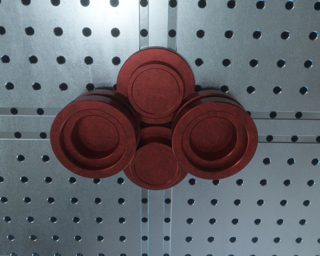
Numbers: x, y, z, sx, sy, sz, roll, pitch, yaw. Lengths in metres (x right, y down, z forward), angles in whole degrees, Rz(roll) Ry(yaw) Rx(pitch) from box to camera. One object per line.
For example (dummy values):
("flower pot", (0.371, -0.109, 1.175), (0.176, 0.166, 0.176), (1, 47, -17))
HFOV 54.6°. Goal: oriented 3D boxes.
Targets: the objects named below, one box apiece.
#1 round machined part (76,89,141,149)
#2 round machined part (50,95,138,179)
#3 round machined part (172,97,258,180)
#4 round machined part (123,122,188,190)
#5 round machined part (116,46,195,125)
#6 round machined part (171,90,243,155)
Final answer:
("round machined part", (-0.073, -0.003, 0.402), (0.099, 0.042, 0.097), (0, 110, 0))
("round machined part", (-0.076, 0.008, 0.372), (0.099, 0.042, 0.097), (0, 110, 0))
("round machined part", (0.063, 0.010, 0.373), (0.099, 0.042, 0.097), (0, 110, 0))
("round machined part", (-0.005, 0.043, 0.419), (0.099, 0.042, 0.097), (0, 110, 0))
("round machined part", (-0.005, -0.050, 0.386), (0.099, 0.042, 0.097), (0, 110, 0))
("round machined part", (0.063, -0.003, 0.403), (0.099, 0.042, 0.097), (0, 110, 0))
